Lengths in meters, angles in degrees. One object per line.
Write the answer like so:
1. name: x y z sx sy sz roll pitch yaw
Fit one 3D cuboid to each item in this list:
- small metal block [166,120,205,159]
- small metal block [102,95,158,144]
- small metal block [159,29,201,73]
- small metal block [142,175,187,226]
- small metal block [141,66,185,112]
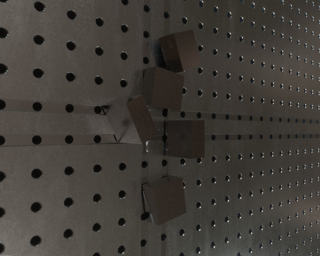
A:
1. small metal block: 0.034 0.014 0.424 0.025 0.050 0.050 -1 91 -40
2. small metal block: -0.036 -0.010 0.365 0.025 0.050 0.050 -33 111 -35
3. small metal block: 0.029 -0.106 0.429 0.050 0.025 0.050 -31 110 -48
4. small metal block: 0.006 0.096 0.417 0.050 0.025 0.050 -12 98 -40
5. small metal block: 0.004 -0.050 0.414 0.050 0.025 0.050 11 83 -40
